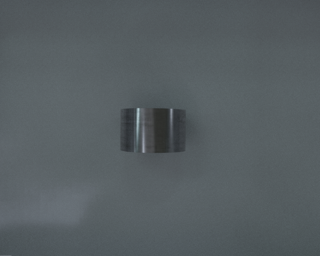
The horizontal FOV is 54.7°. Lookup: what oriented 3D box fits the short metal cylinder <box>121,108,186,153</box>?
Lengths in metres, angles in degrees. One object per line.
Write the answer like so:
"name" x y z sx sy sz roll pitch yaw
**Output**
"short metal cylinder" -0.008 0.003 0.384 0.081 0.080 0.050 1 90 -1
